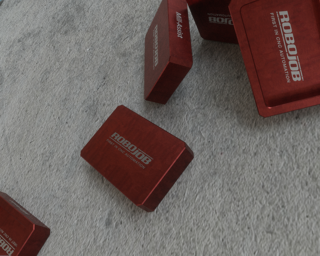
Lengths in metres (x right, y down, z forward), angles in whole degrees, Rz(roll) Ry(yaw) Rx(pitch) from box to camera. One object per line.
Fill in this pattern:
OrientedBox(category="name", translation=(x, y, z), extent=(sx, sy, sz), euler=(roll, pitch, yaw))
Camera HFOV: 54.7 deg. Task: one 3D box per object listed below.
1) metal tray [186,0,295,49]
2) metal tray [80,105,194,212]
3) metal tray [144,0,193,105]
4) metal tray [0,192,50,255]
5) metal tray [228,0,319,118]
OrientedBox(category="metal tray", translation=(0.102, -0.150, 0.399), extent=(0.130, 0.090, 0.030), euler=(20, 71, 35))
OrientedBox(category="metal tray", translation=(-0.033, 0.033, 0.398), extent=(0.130, 0.030, 0.090), euler=(31, 79, 37))
OrientedBox(category="metal tray", translation=(0.008, -0.110, 0.429), extent=(0.090, 0.030, 0.130), euler=(128, 148, -51))
OrientedBox(category="metal tray", translation=(-0.221, 0.149, 0.424), extent=(0.130, 0.030, 0.090), euler=(20, 72, 35))
OrientedBox(category="metal tray", translation=(0.134, -0.084, 0.325), extent=(0.090, 0.129, 0.030), euler=(-15, 15, 20))
